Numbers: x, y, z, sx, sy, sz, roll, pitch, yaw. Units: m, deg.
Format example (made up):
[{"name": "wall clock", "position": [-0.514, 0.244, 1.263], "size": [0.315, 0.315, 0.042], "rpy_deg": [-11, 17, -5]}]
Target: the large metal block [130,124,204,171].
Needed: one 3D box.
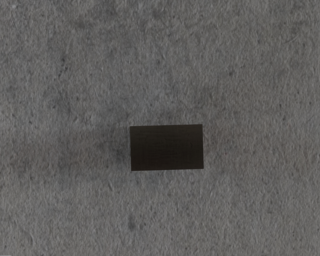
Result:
[{"name": "large metal block", "position": [0.007, 0.021, 0.383], "size": [0.081, 0.080, 0.050], "rpy_deg": [-2, 90, -1]}]
